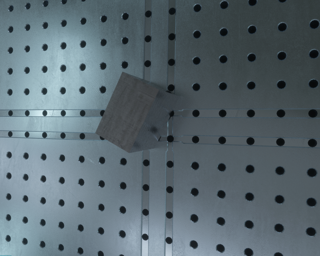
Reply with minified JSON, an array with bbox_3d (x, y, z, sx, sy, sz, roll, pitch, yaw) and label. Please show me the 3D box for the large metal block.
[{"bbox_3d":[-0.025,-0.018,0.393,0.050,0.080,0.080,28,99,18],"label":"large metal block"}]
